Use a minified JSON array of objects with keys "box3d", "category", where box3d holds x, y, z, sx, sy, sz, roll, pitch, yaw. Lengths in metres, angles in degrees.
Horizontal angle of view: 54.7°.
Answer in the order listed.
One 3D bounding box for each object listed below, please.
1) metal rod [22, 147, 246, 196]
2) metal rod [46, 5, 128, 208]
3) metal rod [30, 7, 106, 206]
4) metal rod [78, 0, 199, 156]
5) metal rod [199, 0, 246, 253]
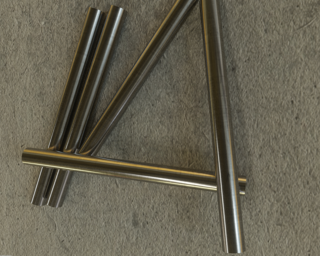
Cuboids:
[{"box3d":[-0.043,0.055,0.407,0.301,0.025,0.025,6,92,13],"category":"metal rod"},{"box3d":[-0.108,-0.026,0.446,0.025,0.025,0.298,22,97,18],"category":"metal rod"},{"box3d":[-0.138,-0.027,0.457,0.025,0.025,0.298,21,97,18],"category":"metal rod"},{"box3d":[-0.022,-0.082,0.416,0.025,0.025,0.299,38,102,16],"category":"metal rod"},{"box3d":[0.072,-0.012,0.364,0.025,0.025,0.298,-7,81,20],"category":"metal rod"}]
